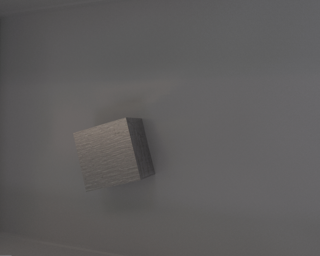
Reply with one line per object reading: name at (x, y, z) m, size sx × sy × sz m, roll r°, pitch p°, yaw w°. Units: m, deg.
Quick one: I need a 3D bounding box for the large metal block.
large metal block at (-0.061, 0.035, 0.419) m, size 0.080 × 0.050 × 0.080 m, roll -15°, pitch 85°, yaw 19°
